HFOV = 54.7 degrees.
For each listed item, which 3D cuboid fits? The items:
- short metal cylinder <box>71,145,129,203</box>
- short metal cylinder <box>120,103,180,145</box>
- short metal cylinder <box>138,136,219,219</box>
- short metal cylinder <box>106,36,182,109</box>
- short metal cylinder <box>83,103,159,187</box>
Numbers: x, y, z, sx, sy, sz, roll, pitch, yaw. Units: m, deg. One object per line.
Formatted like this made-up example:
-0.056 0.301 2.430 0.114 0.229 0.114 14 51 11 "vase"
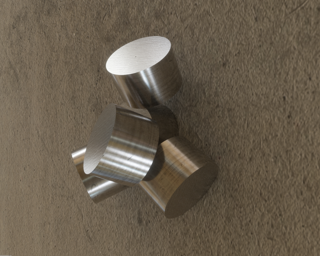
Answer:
-0.082 0.058 0.431 0.080 0.050 0.080 61 169 22 "short metal cylinder"
-0.022 0.006 0.408 0.080 0.050 0.080 0 89 39 "short metal cylinder"
0.020 0.056 0.354 0.050 0.081 0.080 42 115 32 "short metal cylinder"
-0.018 -0.069 0.378 0.080 0.080 0.050 18 145 38 "short metal cylinder"
-0.044 0.019 0.339 0.080 0.050 0.080 -45 33 41 "short metal cylinder"
